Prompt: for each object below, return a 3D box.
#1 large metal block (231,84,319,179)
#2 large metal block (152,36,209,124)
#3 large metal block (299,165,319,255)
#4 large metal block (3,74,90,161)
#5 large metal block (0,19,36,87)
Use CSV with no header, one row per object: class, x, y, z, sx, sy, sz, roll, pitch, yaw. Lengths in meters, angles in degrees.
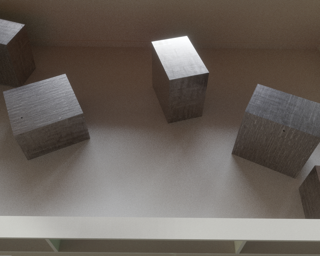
large metal block,0.139,0.005,0.367,0.080,0.080,0.050,22,53,17
large metal block,0.024,-0.066,0.425,0.050,0.080,0.080,-13,51,-11
large metal block,0.200,0.088,0.317,0.080,0.050,0.080,4,50,3
large metal block,-0.146,-0.016,0.401,0.081,0.050,0.080,-20,53,-17
large metal block,-0.240,-0.113,0.456,0.080,0.080,0.050,14,51,3
